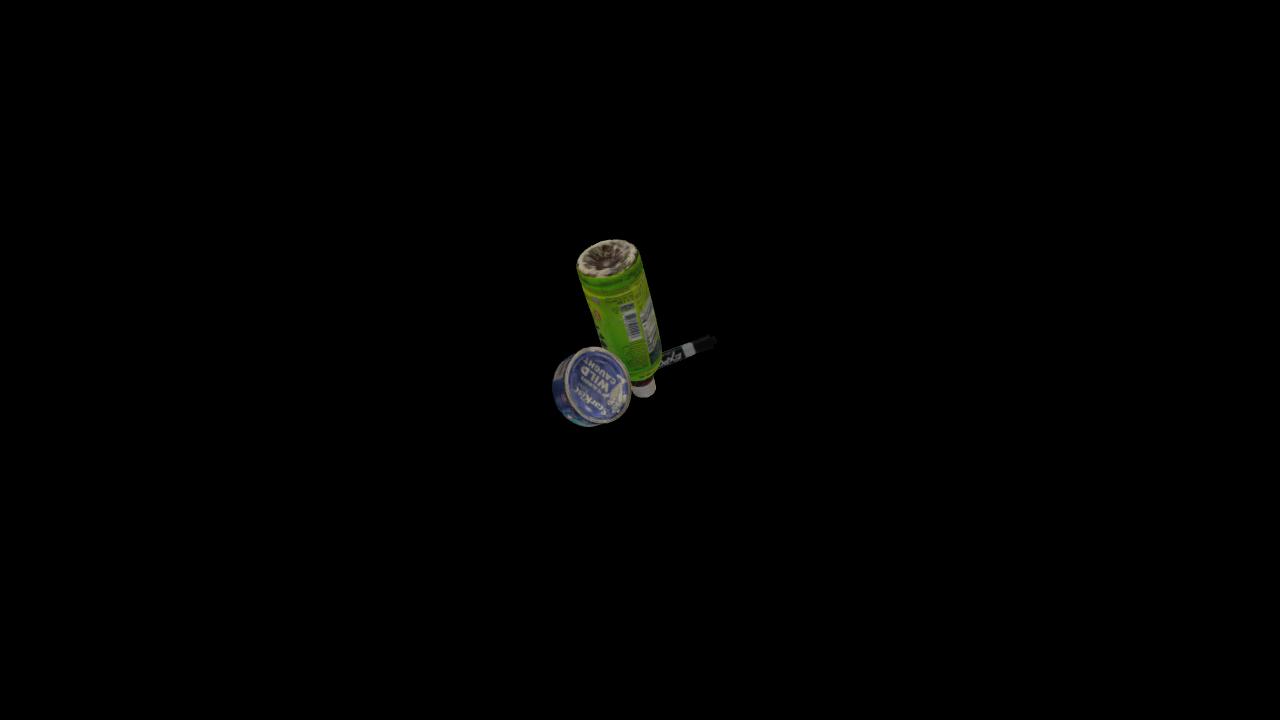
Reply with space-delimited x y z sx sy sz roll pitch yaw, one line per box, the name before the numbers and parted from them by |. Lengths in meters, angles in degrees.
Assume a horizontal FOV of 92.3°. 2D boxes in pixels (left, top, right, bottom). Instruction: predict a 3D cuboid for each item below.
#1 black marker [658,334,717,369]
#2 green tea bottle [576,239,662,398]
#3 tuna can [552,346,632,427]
black marker | 0.038 -0.004 0.765 0.121 0.020 0.020 -21 -3 9
green tea bottle | -0.014 -0.035 0.712 0.073 0.212 0.073 -8 42 8
tuna can | -0.052 0.030 0.668 0.084 0.084 0.034 0 -14 -37
